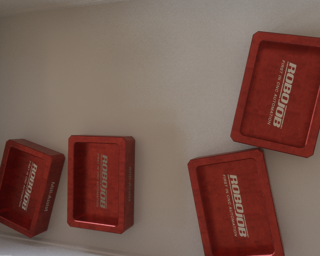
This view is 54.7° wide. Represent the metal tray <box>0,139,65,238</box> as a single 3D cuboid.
[{"bbox_3d":[-0.207,0.091,0.480,0.090,0.030,0.129,17,96,19],"label":"metal tray"}]

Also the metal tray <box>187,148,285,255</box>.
[{"bbox_3d":[0.091,0.095,0.375,0.090,0.030,0.129,-12,86,19],"label":"metal tray"}]

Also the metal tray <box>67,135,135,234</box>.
[{"bbox_3d":[-0.083,0.075,0.437,0.090,0.030,0.129,1,90,20],"label":"metal tray"}]

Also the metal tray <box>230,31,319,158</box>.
[{"bbox_3d":[0.141,-0.039,0.357,0.090,0.030,0.129,13,94,19],"label":"metal tray"}]
